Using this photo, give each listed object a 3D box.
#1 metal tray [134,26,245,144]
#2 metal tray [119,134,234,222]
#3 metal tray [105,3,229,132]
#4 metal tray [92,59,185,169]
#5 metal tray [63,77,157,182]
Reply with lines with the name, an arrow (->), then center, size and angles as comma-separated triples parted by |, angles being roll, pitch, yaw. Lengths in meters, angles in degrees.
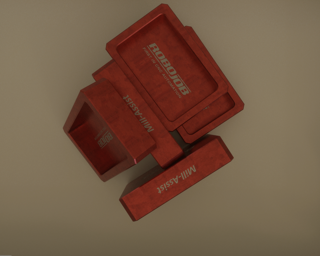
metal tray -> 0.037, -0.055, 0.409 | 0.090, 0.030, 0.130 | -34, 89, 1
metal tray -> 0.018, 0.055, 0.378 | 0.130, 0.090, 0.030 | -32, 90, 0
metal tray -> 0.008, -0.071, 0.377 | 0.090, 0.030, 0.130 | -36, 90, 0
metal tray -> -0.024, -0.015, 0.376 | 0.030, 0.090, 0.130 | -37, 90, 0
metal tray -> -0.065, 0.010, 0.358 | 0.030, 0.129, 0.090 | -37, 91, -31
